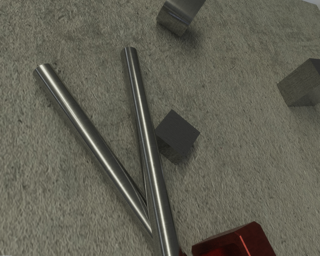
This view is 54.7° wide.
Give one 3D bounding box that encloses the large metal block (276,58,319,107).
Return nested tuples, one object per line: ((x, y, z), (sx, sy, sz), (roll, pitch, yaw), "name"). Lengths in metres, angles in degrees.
((0.282, -0.082, 0.574), (0.081, 0.080, 0.050), (-4, 64, -30), "large metal block")

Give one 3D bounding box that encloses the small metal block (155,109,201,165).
((0.018, 0.011, 0.408), (0.050, 0.025, 0.050), (40, 51, -2), "small metal block")

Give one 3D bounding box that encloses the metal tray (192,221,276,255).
((0.091, 0.169, 0.309), (0.030, 0.090, 0.130), (-12, 68, -34), "metal tray")

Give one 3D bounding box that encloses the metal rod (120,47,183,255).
((-0.016, 0.015, 0.366), (0.025, 0.025, 0.299), (5, 53, -26), "metal rod")

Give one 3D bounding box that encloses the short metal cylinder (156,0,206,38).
((0.036, -0.198, 0.511), (0.050, 0.080, 0.080), (34, 51, -7), "short metal cylinder")

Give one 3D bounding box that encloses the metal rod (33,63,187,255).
((-0.052, 0.049, 0.346), (0.025, 0.025, 0.299), (-30, 78, -38), "metal rod")
